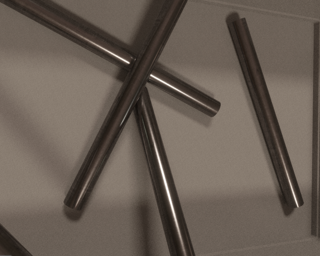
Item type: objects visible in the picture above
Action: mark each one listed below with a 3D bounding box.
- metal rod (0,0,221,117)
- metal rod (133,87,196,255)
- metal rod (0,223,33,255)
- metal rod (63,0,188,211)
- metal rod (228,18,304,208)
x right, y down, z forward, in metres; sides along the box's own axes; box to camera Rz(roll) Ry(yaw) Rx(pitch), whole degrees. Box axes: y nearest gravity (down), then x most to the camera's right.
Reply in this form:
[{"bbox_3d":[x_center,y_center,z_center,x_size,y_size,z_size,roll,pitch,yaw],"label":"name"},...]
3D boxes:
[{"bbox_3d":[-0.050,-0.090,0.392,0.301,0.025,0.025,26,81,-19],"label":"metal rod"},{"bbox_3d":[0.010,0.084,0.342,0.025,0.025,0.299,-7,64,-20],"label":"metal rod"},{"bbox_3d":[-0.143,0.069,0.232,0.025,0.025,0.300,-41,103,-16],"label":"metal rod"},{"bbox_3d":[-0.038,-0.041,0.375,0.025,0.025,0.299,27,89,-19],"label":"metal rod"},{"bbox_3d":[0.164,-0.018,0.472,0.025,0.025,0.298,-23,98,-19],"label":"metal rod"}]
